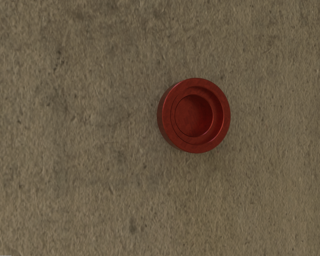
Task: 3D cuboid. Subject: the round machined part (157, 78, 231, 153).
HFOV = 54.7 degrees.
[{"bbox_3d":[0.042,-0.016,0.417,0.099,0.042,0.097,0,90,-21],"label":"round machined part"}]
